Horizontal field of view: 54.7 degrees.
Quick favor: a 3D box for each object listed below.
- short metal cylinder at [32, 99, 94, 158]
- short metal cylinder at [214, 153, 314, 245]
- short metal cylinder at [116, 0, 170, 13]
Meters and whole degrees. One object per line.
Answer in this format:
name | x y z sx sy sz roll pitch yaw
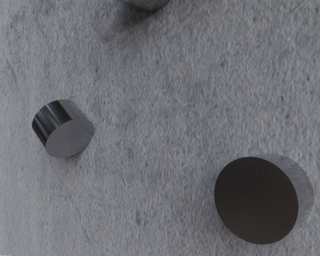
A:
short metal cylinder | -0.153 0.001 0.492 0.050 0.081 0.080 46 117 30
short metal cylinder | 0.101 0.066 0.304 0.080 0.050 0.079 0 90 39
short metal cylinder | -0.023 -0.199 0.406 0.080 0.050 0.079 0 90 39
